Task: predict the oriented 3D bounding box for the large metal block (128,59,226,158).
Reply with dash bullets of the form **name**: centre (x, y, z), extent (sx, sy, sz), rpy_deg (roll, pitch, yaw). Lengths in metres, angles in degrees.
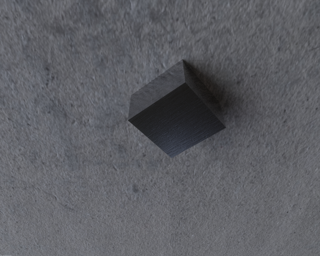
- **large metal block**: centre (0.020, -0.021, 0.374), extent (0.080, 0.050, 0.080), rpy_deg (-32, 124, 24)
